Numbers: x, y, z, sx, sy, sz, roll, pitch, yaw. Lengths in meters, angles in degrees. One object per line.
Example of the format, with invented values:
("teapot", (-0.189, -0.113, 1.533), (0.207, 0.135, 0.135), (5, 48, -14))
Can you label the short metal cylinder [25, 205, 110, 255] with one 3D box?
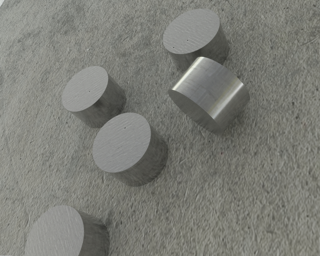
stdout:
("short metal cylinder", (-0.107, 0.136, 0.360), (0.080, 0.050, 0.080), (-13, 56, 21))

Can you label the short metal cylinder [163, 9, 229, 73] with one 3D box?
("short metal cylinder", (0.051, -0.119, 0.434), (0.080, 0.050, 0.080), (-13, 56, 21))

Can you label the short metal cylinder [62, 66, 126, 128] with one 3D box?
("short metal cylinder", (-0.099, -0.046, 0.469), (0.080, 0.050, 0.080), (-13, 56, 21))

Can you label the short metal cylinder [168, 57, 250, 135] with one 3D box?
("short metal cylinder", (0.056, -0.036, 0.361), (0.050, 0.080, 0.080), (-50, 52, -6))

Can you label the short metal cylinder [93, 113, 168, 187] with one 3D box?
("short metal cylinder", (-0.037, 0.027, 0.390), (0.080, 0.050, 0.080), (-13, 56, 21))
